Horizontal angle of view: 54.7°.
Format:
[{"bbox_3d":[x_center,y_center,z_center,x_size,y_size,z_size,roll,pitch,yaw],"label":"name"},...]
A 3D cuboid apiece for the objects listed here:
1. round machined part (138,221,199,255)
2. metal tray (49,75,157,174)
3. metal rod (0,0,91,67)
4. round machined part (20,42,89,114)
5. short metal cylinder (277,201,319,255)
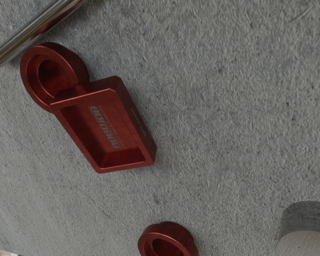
[{"bbox_3d":[0.017,0.192,0.504,0.098,0.042,0.097,13,124,20],"label":"round machined part"},{"bbox_3d":[-0.069,0.002,0.406,0.090,0.030,0.130,-12,128,18],"label":"metal tray"},{"bbox_3d":[-0.129,-0.143,0.384,0.300,0.025,0.025,-19,109,35],"label":"metal rod"},{"bbox_3d":[-0.137,-0.069,0.423,0.098,0.042,0.097,13,124,20],"label":"round machined part"},{"bbox_3d":[0.188,0.136,0.376,0.080,0.050,0.079,13,124,20],"label":"short metal cylinder"}]
